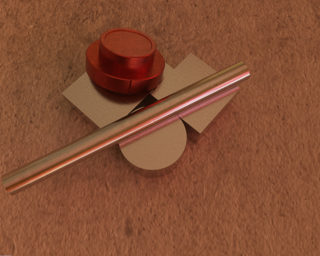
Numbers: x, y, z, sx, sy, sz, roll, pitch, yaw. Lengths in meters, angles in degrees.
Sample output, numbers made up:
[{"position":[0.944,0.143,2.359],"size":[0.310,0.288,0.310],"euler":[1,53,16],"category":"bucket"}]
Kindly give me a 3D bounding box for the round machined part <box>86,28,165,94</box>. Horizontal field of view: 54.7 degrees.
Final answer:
[{"position":[-0.041,-0.089,0.385],"size":[0.099,0.042,0.098],"euler":[8,43,-8],"category":"round machined part"}]

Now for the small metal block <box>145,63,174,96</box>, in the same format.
[{"position":[-0.010,-0.070,0.434],"size":[0.050,0.025,0.050],"euler":[41,75,13],"category":"small metal block"}]

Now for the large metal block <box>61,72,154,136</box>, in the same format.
[{"position":[-0.065,-0.037,0.408],"size":[0.080,0.050,0.080],"euler":[40,75,13],"category":"large metal block"}]

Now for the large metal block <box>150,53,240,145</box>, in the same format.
[{"position":[0.044,-0.038,0.411],"size":[0.080,0.050,0.080],"euler":[40,74,13],"category":"large metal block"}]

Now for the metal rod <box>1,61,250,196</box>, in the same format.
[{"position":[-0.030,-0.005,0.357],"size":[0.302,0.025,0.025],"euler":[-27,73,-10],"category":"metal rod"}]

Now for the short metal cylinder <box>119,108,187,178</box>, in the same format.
[{"position":[-0.009,0.018,0.389],"size":[0.081,0.050,0.080],"euler":[0,70,0],"category":"short metal cylinder"}]
